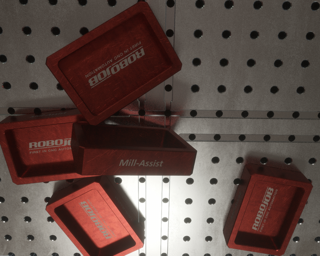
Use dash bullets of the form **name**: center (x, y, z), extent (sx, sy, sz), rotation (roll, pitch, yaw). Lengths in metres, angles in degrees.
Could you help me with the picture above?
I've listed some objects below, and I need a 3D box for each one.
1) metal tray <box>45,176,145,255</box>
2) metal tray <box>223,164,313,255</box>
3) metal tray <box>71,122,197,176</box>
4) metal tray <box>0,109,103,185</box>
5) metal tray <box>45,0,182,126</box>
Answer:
- **metal tray**: center (-0.092, 0.138, 0.460), extent (0.090, 0.030, 0.130), rotation (-28, 108, 9)
- **metal tray**: center (0.156, 0.123, 0.458), extent (0.091, 0.030, 0.129), rotation (11, 110, -5)
- **metal tray**: center (-0.034, 0.024, 0.366), extent (0.131, 0.090, 0.030), rotation (4, 106, -21)
- **metal tray**: center (-0.140, 0.024, 0.417), extent (0.131, 0.030, 0.089), rotation (-7, 110, 2)
- **metal tray**: center (-0.051, -0.074, 0.360), extent (0.130, 0.030, 0.090), rotation (-35, 108, -9)
